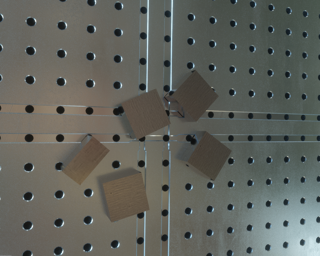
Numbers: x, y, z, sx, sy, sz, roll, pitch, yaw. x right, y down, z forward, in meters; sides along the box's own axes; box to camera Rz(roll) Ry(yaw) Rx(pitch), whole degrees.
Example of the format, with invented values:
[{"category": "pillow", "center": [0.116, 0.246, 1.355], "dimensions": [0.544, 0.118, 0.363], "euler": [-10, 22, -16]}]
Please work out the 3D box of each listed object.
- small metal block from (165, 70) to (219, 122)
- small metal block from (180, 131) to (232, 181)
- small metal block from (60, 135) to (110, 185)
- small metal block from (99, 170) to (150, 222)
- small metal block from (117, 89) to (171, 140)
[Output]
[{"category": "small metal block", "center": [0.044, -0.044, 0.430], "dimensions": [0.050, 0.025, 0.050], "euler": [46, 76, -15]}, {"category": "small metal block", "center": [0.065, 0.039, 0.438], "dimensions": [0.050, 0.025, 0.050], "euler": [36, 78, -17]}, {"category": "small metal block", "center": [-0.090, 0.036, 0.367], "dimensions": [0.025, 0.050, 0.050], "euler": [43, 76, -15]}, {"category": "small metal block", "center": [-0.046, 0.086, 0.397], "dimensions": [0.050, 0.025, 0.050], "euler": [-13, 95, -20]}, {"category": "small metal block", "center": [-0.021, -0.018, 0.406], "dimensions": [0.050, 0.025, 0.050], "euler": [-26, 99, -19]}]
